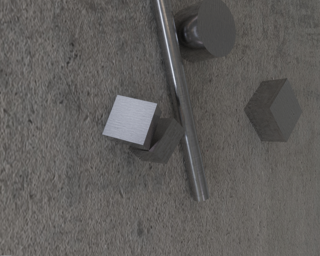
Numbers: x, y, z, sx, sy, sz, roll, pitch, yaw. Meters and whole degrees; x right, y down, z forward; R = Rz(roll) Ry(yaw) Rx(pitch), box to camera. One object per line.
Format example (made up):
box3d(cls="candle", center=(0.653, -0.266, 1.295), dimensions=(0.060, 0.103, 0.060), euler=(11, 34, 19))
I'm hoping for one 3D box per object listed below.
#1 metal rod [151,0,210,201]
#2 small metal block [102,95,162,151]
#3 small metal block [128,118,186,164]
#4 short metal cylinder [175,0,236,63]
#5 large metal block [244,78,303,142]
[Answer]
box3d(cls="metal rod", center=(0.029, -0.041, 0.428), dimensions=(0.025, 0.025, 0.298), euler=(-21, 103, -38))
box3d(cls="small metal block", center=(-0.031, -0.006, 0.359), dimensions=(0.025, 0.050, 0.050), euler=(57, 49, -68))
box3d(cls="small metal block", center=(-0.004, 0.015, 0.385), dimensions=(0.025, 0.050, 0.050), euler=(46, 63, -31))
box3d(cls="short metal cylinder", center=(0.063, -0.137, 0.440), dimensions=(0.081, 0.050, 0.080), euler=(0, 90, -40))
box3d(cls="large metal block", center=(0.207, -0.031, 0.561), dimensions=(0.080, 0.050, 0.080), euler=(-51, 120, -27))
